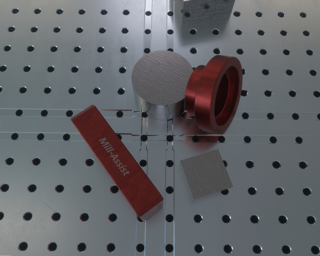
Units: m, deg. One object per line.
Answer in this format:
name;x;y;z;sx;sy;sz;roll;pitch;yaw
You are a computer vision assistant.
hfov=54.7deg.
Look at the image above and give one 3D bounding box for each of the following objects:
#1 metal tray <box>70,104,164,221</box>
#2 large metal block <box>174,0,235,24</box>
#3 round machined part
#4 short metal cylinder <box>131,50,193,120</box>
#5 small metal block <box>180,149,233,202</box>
metal tray;-0.047;0.044;0.360;0.030;0.090;0.130;-35;74;-12
large metal block;0.064;-0.216;0.477;0.081;0.050;0.080;-13;71;-5
round machined part;0.066;-0.044;0.394;0.042;0.098;0.098;16;69;30
short metal cylinder;0.004;-0.057;0.419;0.081;0.050;0.080;0;70;0
small metal block;0.057;0.060;0.390;0.050;0.025;0.050;-17;71;-6
